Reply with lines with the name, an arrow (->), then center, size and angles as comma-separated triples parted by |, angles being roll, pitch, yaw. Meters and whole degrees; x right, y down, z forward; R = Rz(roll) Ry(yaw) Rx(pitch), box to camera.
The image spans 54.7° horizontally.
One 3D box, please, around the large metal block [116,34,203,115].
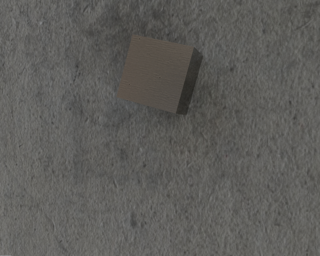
large metal block -> 0.001, -0.066, 0.395 | 0.080, 0.050, 0.079 | 17, 96, 19
